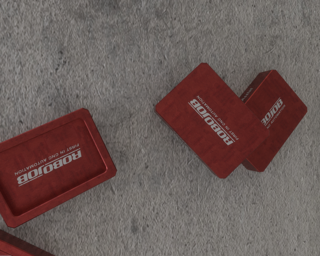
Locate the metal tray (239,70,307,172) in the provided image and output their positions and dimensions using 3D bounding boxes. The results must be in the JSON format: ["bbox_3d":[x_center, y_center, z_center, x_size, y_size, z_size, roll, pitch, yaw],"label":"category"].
[{"bbox_3d":[0.152,-0.011,0.462,0.090,0.030,0.130,45,76,-15],"label":"metal tray"}]

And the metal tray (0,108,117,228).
[{"bbox_3d":[-0.128,0.042,0.358,0.131,0.030,0.090,-26,99,-18],"label":"metal tray"}]

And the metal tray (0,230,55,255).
[{"bbox_3d":[-0.185,0.188,0.338,0.090,0.030,0.130,35,79,-17],"label":"metal tray"}]

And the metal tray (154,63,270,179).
[{"bbox_3d":[0.067,-0.009,0.410,0.090,0.030,0.130,-44,94,-4],"label":"metal tray"}]
